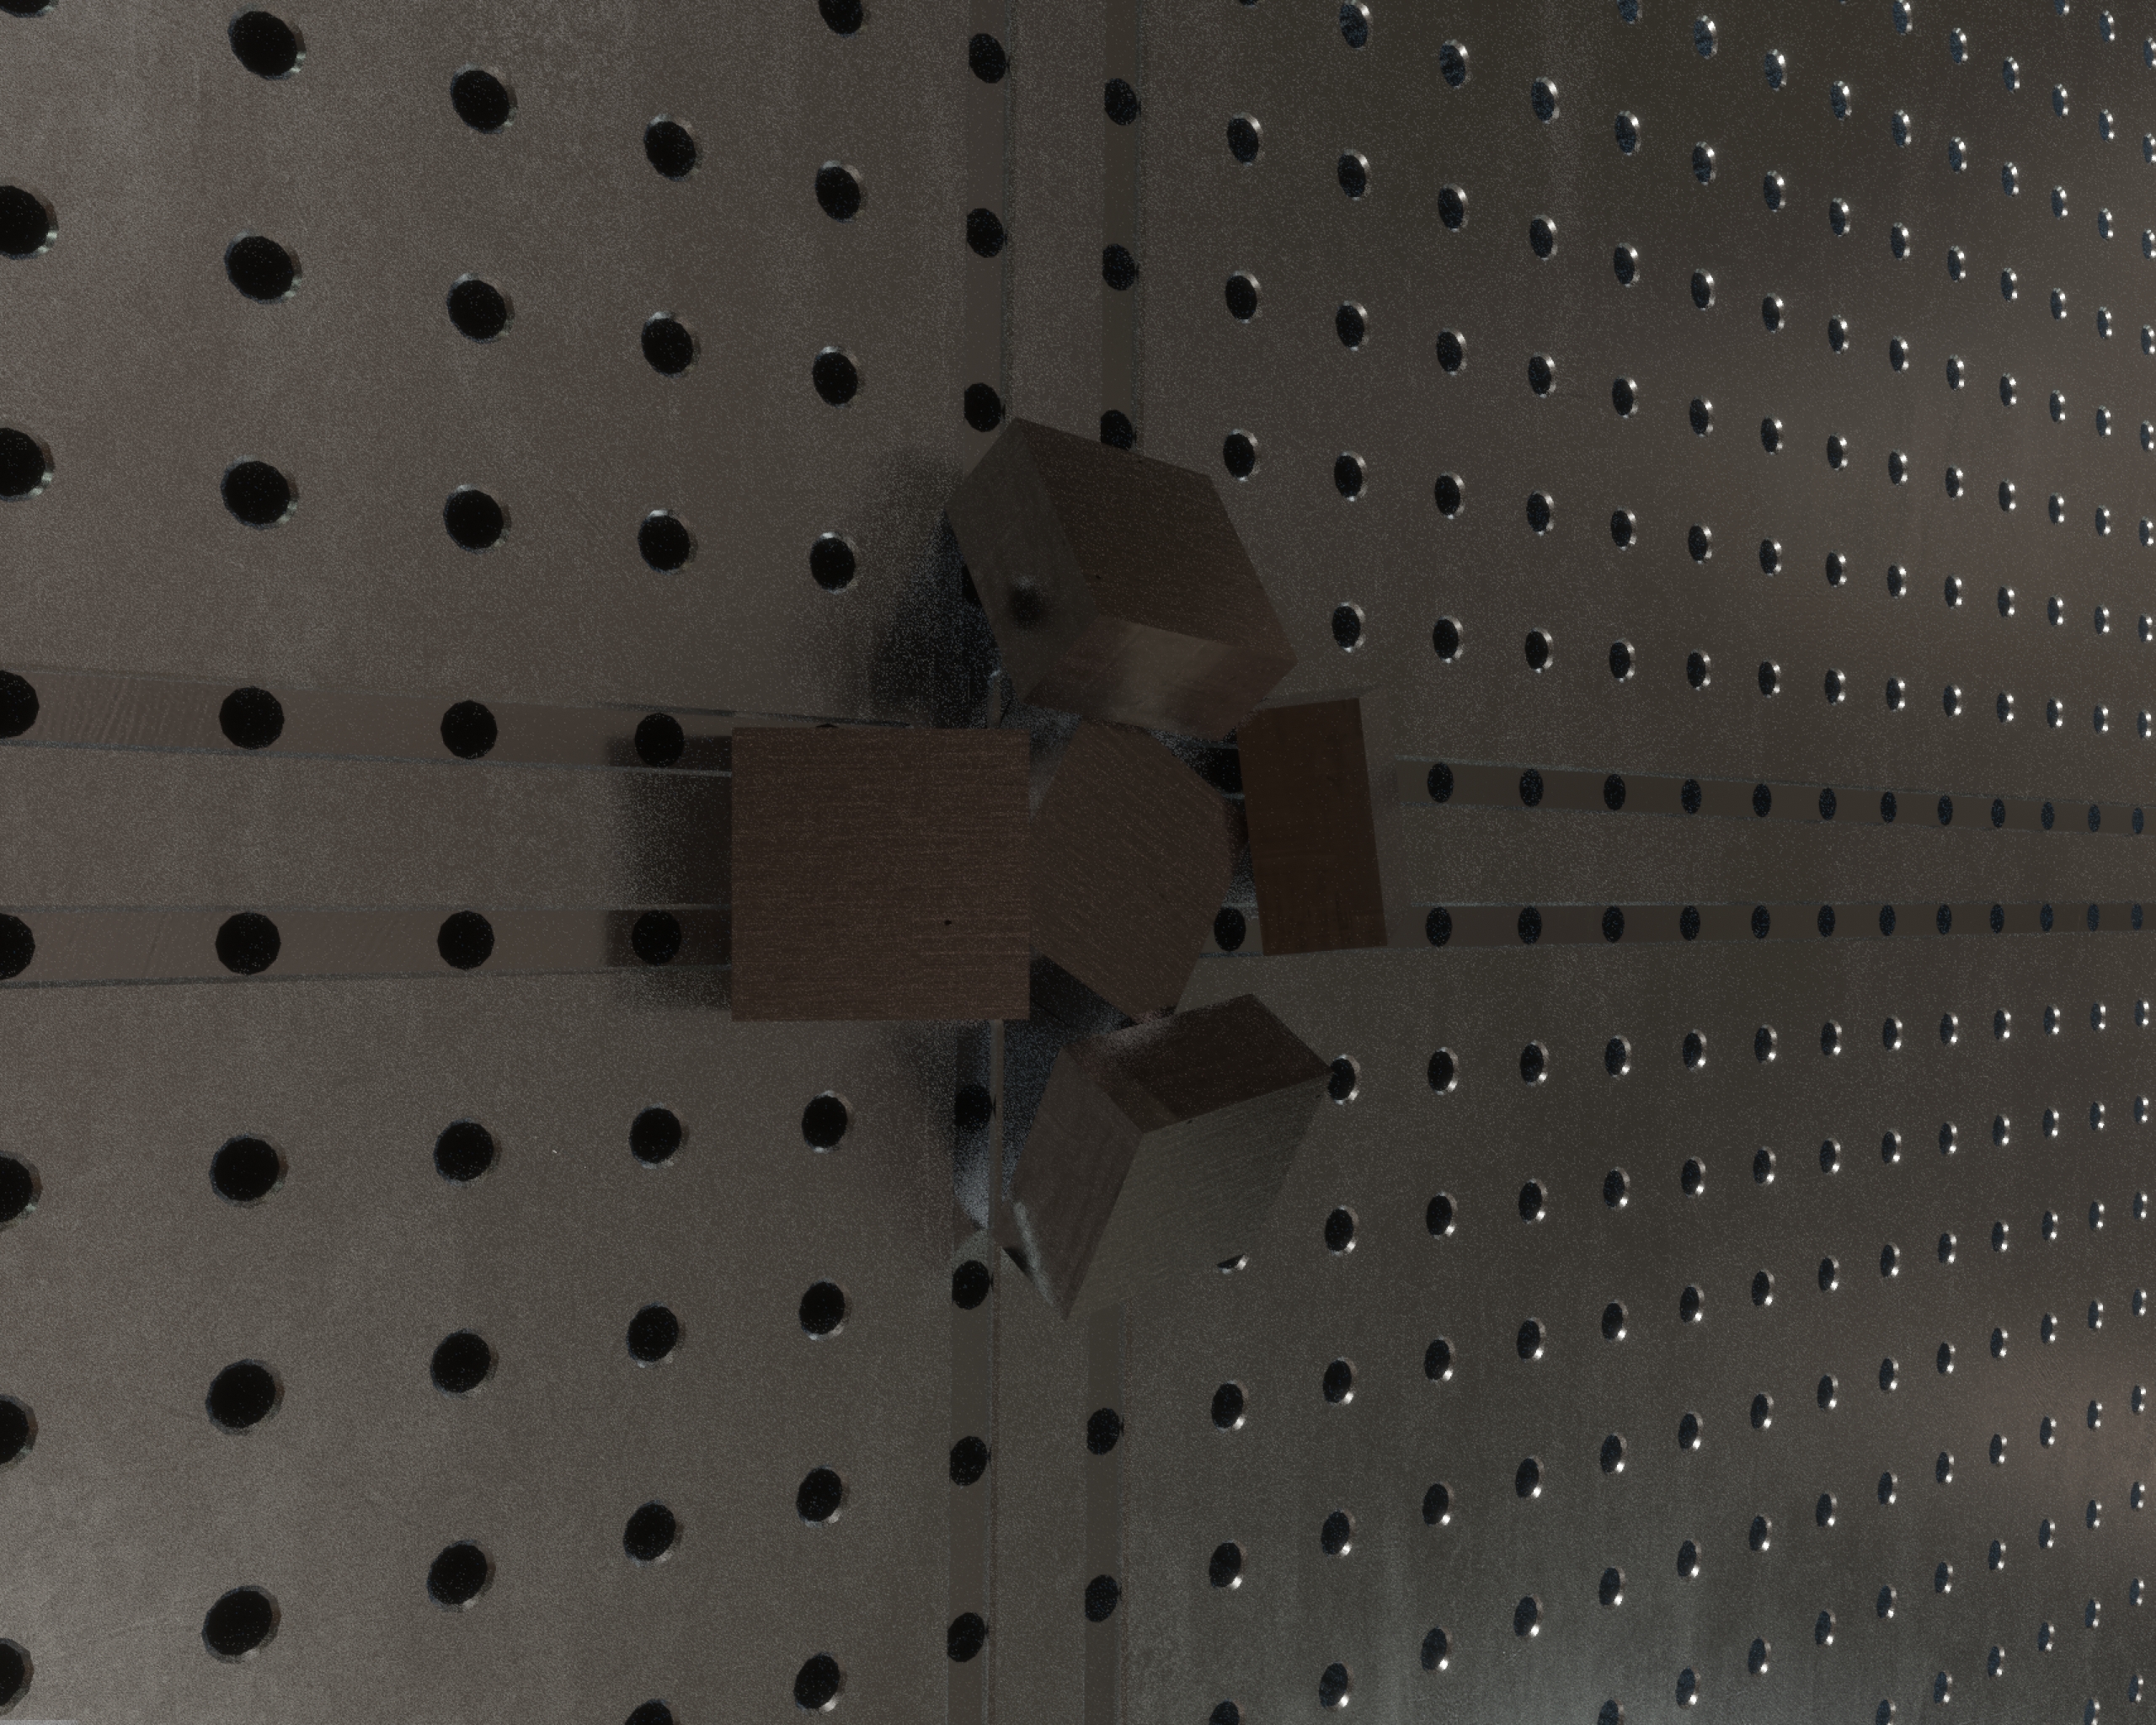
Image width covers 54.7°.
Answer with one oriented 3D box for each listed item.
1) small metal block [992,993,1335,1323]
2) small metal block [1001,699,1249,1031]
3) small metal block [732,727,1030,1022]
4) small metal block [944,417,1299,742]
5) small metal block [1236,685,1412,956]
[{"bbox_3d":[0.016,0.057,0.409,0.050,0.025,0.050,-12,133,-40],"label":"small metal block"},{"bbox_3d":[0.002,0.001,0.412,0.050,0.025,0.050,39,66,-34],"label":"small metal block"},{"bbox_3d":[-0.035,0.002,0.367,0.050,0.025,0.050,0,90,-6],"label":"small metal block"},{"bbox_3d":[0.008,-0.054,0.401,0.050,0.025,0.050,8,49,-40],"label":"small metal block"},{"bbox_3d":[0.053,-0.010,0.440,0.050,0.025,0.050,-29,112,-74],"label":"small metal block"}]
